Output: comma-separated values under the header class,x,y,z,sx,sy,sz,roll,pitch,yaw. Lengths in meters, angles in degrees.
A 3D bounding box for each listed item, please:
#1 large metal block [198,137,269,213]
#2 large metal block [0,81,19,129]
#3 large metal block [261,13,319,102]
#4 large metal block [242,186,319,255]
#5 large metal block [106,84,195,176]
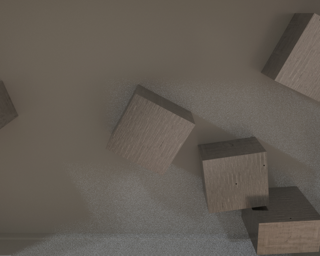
class,x,y,z,sx,sy,sz,roll,pitch,yaw
large metal block,0.099,0.063,0.423,0.080,0.050,0.079,-8,110,2
large metal block,-0.235,-0.015,0.373,0.080,0.080,0.050,-14,110,5
large metal block,0.184,-0.082,0.371,0.080,0.050,0.079,23,108,-9
large metal block,0.165,0.126,0.431,0.081,0.080,0.050,-3,110,1
large metal block,-0.012,0.002,0.399,0.080,0.050,0.080,27,108,-10
